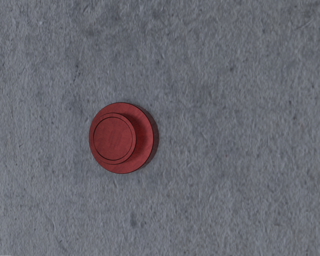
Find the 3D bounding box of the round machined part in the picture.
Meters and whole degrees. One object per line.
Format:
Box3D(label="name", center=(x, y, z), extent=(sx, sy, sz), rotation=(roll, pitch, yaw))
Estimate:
Box3D(label="round machined part", center=(-0.054, 0.014, 0.418), extent=(0.098, 0.042, 0.097), rotation=(0, 90, 19))
